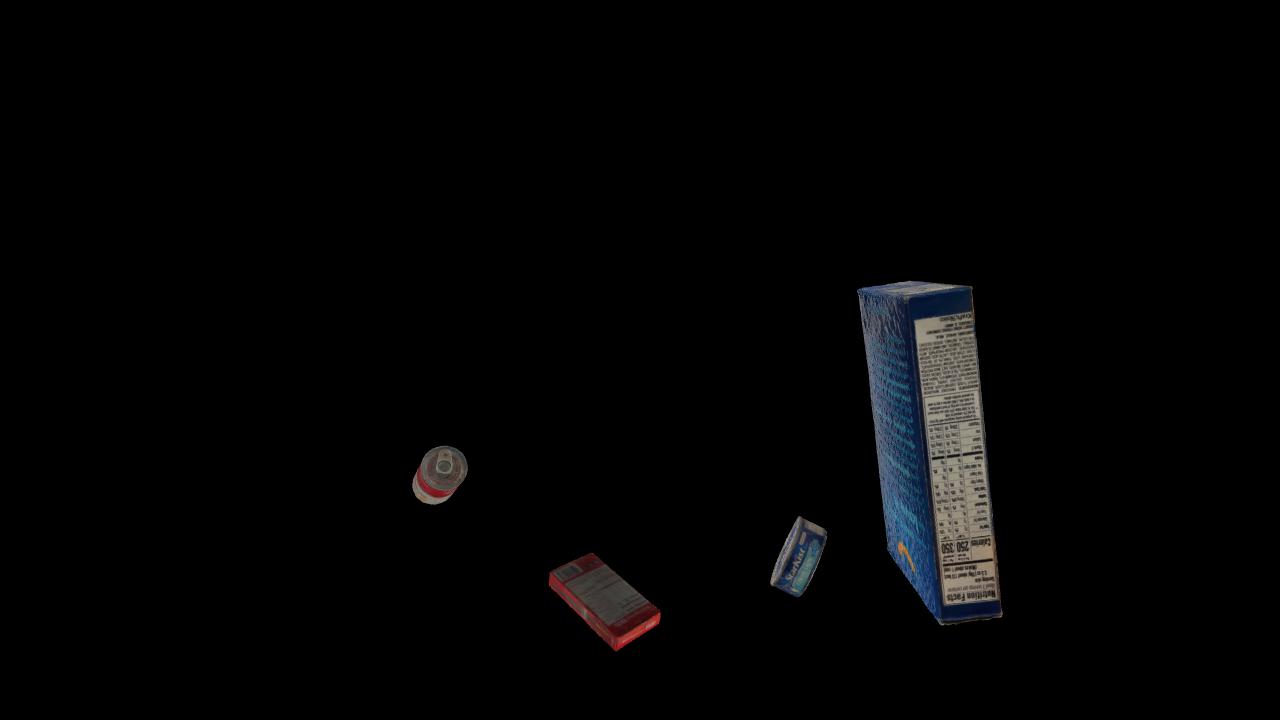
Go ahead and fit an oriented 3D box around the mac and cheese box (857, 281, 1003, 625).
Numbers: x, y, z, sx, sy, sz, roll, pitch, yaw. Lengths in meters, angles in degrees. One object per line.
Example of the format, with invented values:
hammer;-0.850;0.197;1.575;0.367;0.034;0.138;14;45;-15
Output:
mac and cheese box;0.170;0.047;0.369;0.041;0.184;0.093;-9;8;5

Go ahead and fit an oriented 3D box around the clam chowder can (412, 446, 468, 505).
clam chowder can;-0.309;0.179;0.943;0.068;0.068;0.102;0;-24;-29

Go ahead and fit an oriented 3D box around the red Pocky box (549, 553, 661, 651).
red Pocky box;-0.053;0.336;0.869;0.083;0.028;0.155;-11;27;-42

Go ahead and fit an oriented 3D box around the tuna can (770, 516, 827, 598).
tuna can;0.179;0.223;0.695;0.034;0.084;0.084;24;6;13
